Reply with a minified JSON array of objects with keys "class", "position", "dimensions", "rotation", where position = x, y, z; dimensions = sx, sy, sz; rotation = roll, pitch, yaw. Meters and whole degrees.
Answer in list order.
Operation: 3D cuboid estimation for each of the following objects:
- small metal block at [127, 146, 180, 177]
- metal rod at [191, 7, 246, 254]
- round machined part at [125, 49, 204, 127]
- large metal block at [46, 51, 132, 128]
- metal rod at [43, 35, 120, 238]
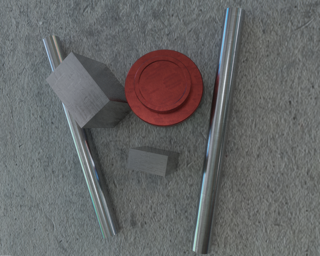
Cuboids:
[{"class":"small metal block","position":[-0.007,0.041,0.397],"dimensions":[0.050,0.050,0.025],"rotation":[10,94,19]},{"class":"metal rod","position":[0.071,0.005,0.383],"dimensions":[0.025,0.025,0.298],"rotation":[9,93,19]},{"class":"round machined part","position":[0.005,-0.051,0.384],"dimensions":[0.099,0.042,0.097],"rotation":[0,85,4]},{"class":"large metal block","position":[-0.087,-0.046,0.409],"dimensions":[0.050,0.080,0.080],"rotation":[-42,77,15]},{"class":"metal rod","position":[-0.115,0.008,0.448],"dimensions":[0.025,0.025,0.299],"rotation":[-21,83,18]}]
